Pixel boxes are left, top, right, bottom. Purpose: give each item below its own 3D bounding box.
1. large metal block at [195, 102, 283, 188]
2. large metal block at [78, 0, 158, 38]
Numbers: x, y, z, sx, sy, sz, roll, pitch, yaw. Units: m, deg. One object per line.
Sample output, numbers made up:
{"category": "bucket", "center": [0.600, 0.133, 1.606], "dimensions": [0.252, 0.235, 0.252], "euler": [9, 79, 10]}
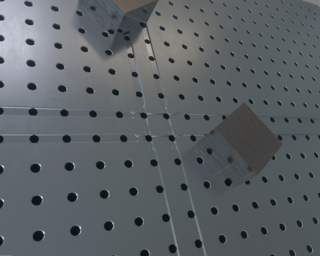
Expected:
{"category": "large metal block", "center": [0.112, 0.023, 0.438], "dimensions": [0.080, 0.050, 0.080], "euler": [49, 51, 6]}
{"category": "large metal block", "center": [-0.063, -0.197, 0.478], "dimensions": [0.080, 0.050, 0.080], "euler": [46, 51, 4]}
